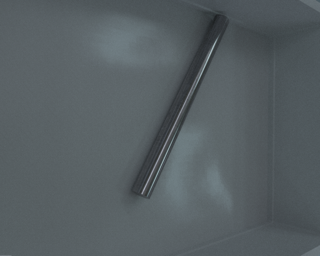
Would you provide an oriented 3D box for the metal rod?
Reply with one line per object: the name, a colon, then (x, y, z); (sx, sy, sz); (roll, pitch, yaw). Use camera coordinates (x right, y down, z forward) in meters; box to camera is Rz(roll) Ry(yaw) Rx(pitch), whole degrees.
metal rod: (0.036, -0.043, 0.439); (0.025, 0.025, 0.300); (39, 66, -33)
